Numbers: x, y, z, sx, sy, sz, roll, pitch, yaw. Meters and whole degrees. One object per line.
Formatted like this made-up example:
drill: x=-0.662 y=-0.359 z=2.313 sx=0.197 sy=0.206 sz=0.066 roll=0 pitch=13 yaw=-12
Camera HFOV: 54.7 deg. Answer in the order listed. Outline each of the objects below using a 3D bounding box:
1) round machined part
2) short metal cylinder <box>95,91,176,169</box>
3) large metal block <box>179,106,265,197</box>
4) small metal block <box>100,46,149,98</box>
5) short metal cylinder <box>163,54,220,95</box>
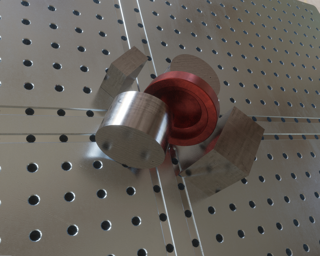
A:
round machined part: x=0.027 y=-0.028 z=0.395 sx=0.098 sy=0.097 sz=0.042 roll=36 pitch=39 yaw=-5
short metal cylinder: x=-0.027 y=0.004 z=0.357 sx=0.080 sy=0.080 sz=0.050 roll=28 pitch=52 yaw=-12
large metal block: x=0.080 y=0.031 z=0.399 sx=0.050 sy=0.080 sz=0.080 roll=37 pitch=51 yaw=-4
small metal block: x=-0.048 y=-0.074 z=0.413 sx=0.025 sy=0.050 sz=0.050 roll=41 pitch=51 yaw=-1
short metal cylinder: x=0.040 y=-0.060 z=0.451 sx=0.081 sy=0.050 sz=0.080 roll=14 pitch=56 yaw=-21
